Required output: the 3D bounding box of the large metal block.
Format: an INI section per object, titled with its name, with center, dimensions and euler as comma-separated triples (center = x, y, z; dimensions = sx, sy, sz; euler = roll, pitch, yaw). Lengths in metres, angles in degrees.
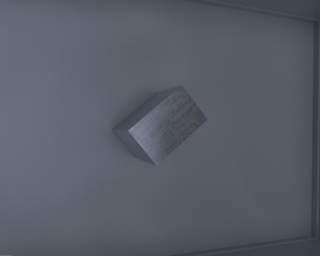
[large metal block]
center = -0.003, -0.004, 0.378
dimensions = 0.080, 0.080, 0.050
euler = -41, 104, -15
